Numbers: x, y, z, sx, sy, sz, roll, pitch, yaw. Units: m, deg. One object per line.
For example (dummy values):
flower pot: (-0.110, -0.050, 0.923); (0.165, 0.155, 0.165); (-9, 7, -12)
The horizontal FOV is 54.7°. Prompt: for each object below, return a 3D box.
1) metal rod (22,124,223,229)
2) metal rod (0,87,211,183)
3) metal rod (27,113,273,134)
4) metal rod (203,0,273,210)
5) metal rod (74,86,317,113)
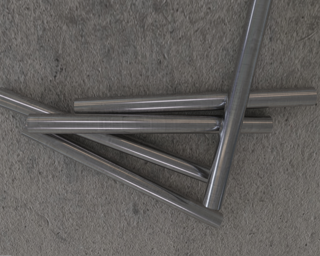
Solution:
metal rod: (-0.044, 0.068, 0.434); (0.301, 0.025, 0.025); (28, 108, -10)
metal rod: (-0.066, 0.014, 0.414); (0.302, 0.025, 0.025); (21, 109, -8)
metal rod: (-0.007, -0.005, 0.392); (0.302, 0.025, 0.025); (0, 110, -7)
metal rod: (0.095, -0.045, 0.368); (0.025, 0.025, 0.298); (10, 100, -4)
metal rod: (0.044, -0.033, 0.397); (0.302, 0.025, 0.025); (-3, 110, 1)
